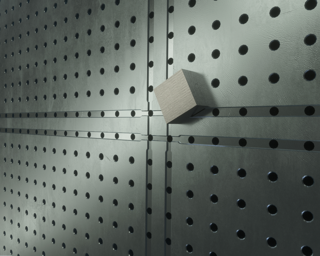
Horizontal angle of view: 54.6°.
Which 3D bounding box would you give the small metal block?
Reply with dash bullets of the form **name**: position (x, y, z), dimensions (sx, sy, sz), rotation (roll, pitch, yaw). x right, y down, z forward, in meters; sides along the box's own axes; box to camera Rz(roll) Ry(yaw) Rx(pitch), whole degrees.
- **small metal block**: position (0.025, -0.038, 0.390), dimensions (0.050, 0.025, 0.050), rotation (-32, 70, 35)
